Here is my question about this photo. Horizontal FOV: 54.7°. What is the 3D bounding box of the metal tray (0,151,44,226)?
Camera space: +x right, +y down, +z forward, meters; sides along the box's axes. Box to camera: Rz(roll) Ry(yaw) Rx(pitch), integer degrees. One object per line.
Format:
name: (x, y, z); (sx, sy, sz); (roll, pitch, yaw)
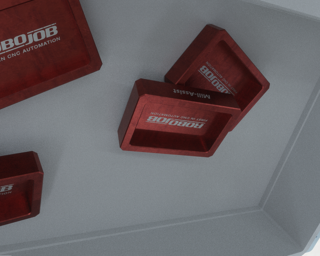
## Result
metal tray: (-0.193, 0.073, 0.318); (0.131, 0.030, 0.089); (-9, 140, -32)

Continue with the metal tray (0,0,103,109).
metal tray: (-0.131, -0.076, 0.286); (0.131, 0.030, 0.090); (-25, 128, -13)

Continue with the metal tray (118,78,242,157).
metal tray: (0.022, -0.007, 0.384); (0.131, 0.030, 0.089); (7, 132, -22)

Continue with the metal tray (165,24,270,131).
metal tray: (0.080, -0.060, 0.411); (0.130, 0.030, 0.090); (34, 99, -39)
